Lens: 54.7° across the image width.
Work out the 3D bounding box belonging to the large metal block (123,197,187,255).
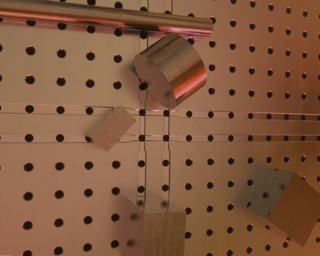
[{"bbox_3d":[-0.010,0.133,0.381,0.050,0.080,0.080,4,89,-20],"label":"large metal block"}]

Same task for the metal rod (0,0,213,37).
[{"bbox_3d":[-0.073,-0.138,0.386,0.303,0.025,0.025,-1,91,-21],"label":"metal rod"}]

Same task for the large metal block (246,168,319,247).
[{"bbox_3d":[0.194,0.119,0.473,0.080,0.050,0.080,38,78,-16],"label":"large metal block"}]

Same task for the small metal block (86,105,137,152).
[{"bbox_3d":[-0.061,0.000,0.378,0.025,0.050,0.050,45,76,-15],"label":"small metal block"}]

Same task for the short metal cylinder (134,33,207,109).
[{"bbox_3d":[0.012,-0.070,0.389,0.050,0.080,0.080,-38,103,-16],"label":"short metal cylinder"}]
